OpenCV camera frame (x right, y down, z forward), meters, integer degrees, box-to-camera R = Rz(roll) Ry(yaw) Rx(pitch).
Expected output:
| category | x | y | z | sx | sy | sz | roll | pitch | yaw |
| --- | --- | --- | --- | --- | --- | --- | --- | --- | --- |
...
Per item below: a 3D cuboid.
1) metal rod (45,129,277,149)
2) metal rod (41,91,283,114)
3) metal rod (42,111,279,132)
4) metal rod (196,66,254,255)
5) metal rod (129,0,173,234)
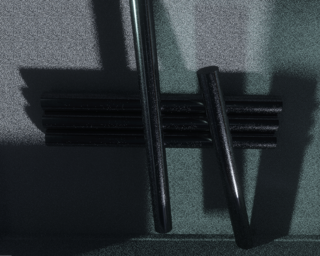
| category | x | y | z | sx | sy | sz | roll | pitch | yaw |
| --- | --- | --- | --- | --- | --- | --- | --- | --- | --- |
| metal rod | 0.002 | 0.014 | 0.415 | 0.302 | 0.025 | 0.025 | 1 | 110 | -1 |
| metal rod | 0.003 | -0.032 | 0.398 | 0.302 | 0.025 | 0.025 | 1 | 110 | -1 |
| metal rod | 0.002 | -0.009 | 0.407 | 0.302 | 0.025 | 0.025 | 1 | 110 | -1 |
| metal rod | 0.093 | 0.062 | 0.413 | 0.025 | 0.025 | 0.298 | -15 | 117 | 5 |
| metal rod | -0.008 | 0.001 | 0.383 | 0.025 | 0.025 | 0.298 | -5 | 110 | 1 |
